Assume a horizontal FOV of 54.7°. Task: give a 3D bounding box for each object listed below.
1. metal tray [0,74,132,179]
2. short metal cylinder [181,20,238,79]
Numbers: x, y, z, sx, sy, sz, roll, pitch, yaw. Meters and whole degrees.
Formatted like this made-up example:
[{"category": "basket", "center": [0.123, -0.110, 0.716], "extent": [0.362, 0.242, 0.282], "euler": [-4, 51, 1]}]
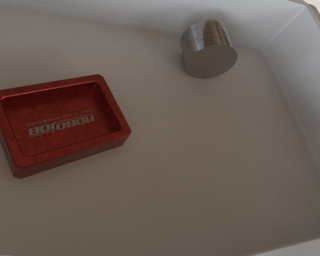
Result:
[{"category": "metal tray", "center": [-0.109, -0.008, 0.348], "extent": [0.131, 0.030, 0.090], "euler": [-18, 71, -35]}, {"category": "short metal cylinder", "center": [0.076, -0.122, 0.488], "extent": [0.081, 0.080, 0.050], "euler": [5, 60, -26]}]
